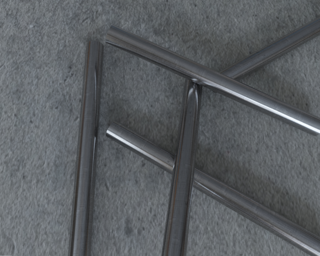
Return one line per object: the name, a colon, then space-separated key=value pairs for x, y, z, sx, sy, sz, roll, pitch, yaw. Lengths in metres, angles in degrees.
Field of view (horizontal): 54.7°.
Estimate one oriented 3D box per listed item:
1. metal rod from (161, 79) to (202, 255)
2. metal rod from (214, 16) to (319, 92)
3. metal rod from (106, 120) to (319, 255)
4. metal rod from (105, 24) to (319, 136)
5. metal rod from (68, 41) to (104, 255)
metal rod: x=0.027 y=0.052 z=0.359 sx=0.025 sy=0.025 sz=0.300 roll=8 pitch=59 yaw=3
metal rod: x=0.202 y=-0.132 z=0.459 sx=0.302 sy=0.025 sz=0.025 roll=-29 pitch=73 yaw=-11
metal rod: x=0.066 y=0.073 z=0.382 sx=0.301 sy=0.025 sz=0.025 roll=29 pitch=73 yaw=9
metal rod: x=0.073 y=-0.061 z=0.405 sx=0.301 sy=0.025 sz=0.025 roll=24 pitch=72 yaw=-2
metal rod: x=-0.093 y=0.021 z=0.399 sx=0.025 sy=0.025 sz=0.299 roll=0 pitch=70 yaw=-1
